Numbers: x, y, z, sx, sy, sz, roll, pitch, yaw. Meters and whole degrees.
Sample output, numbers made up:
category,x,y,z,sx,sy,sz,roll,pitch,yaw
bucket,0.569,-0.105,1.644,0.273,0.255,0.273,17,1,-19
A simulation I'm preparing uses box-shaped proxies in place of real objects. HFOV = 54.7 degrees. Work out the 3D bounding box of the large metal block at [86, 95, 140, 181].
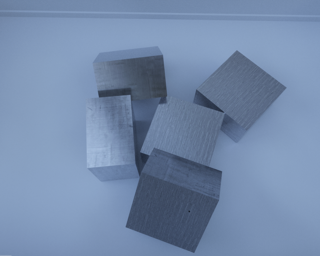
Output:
category,x,y,z,sx,sy,sz,roll,pitch,yaw
large metal block,-0.055,0.015,0.373,0.050,0.080,0.080,-5,70,-2

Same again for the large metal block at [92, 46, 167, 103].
category,x,y,z,sx,sy,sz,roll,pitch,yaw
large metal block,-0.037,-0.070,0.398,0.081,0.080,0.050,-7,112,-2

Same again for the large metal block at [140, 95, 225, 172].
category,x,y,z,sx,sy,sz,roll,pitch,yaw
large metal block,0.028,0.013,0.391,0.080,0.050,0.080,18,71,6

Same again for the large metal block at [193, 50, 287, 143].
category,x,y,z,sx,sy,sz,roll,pitch,yaw
large metal block,0.102,-0.041,0.411,0.080,0.050,0.080,42,75,13

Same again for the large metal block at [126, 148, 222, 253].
category,x,y,z,sx,sy,sz,roll,pitch,yaw
large metal block,0.015,0.079,0.343,0.080,0.079,0.050,19,29,5
